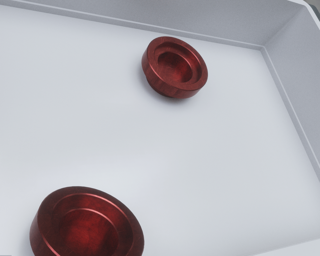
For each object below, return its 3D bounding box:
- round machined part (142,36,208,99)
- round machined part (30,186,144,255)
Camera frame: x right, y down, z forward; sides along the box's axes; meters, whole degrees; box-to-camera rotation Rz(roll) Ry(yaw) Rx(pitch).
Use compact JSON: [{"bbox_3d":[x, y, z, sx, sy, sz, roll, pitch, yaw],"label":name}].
[{"bbox_3d":[0.018,-0.084,0.457,0.099,0.042,0.098,14,56,-21],"label":"round machined part"},{"bbox_3d":[-0.067,0.102,0.279,0.098,0.042,0.098,26,21,-11],"label":"round machined part"}]
